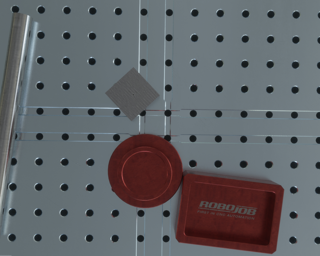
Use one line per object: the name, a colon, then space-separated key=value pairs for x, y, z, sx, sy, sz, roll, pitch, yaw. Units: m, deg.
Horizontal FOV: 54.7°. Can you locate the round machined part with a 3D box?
round machined part: x=-0.019 y=0.057 z=0.405 sx=0.099 sy=0.042 sz=0.097 roll=0 pitch=90 yaw=-1

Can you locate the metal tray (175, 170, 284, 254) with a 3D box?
metal tray: x=0.090 y=0.110 z=0.412 sx=0.131 sy=0.030 sz=0.089 roll=7 pitch=90 yaw=-1

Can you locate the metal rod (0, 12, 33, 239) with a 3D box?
metal rod: x=-0.204 y=-0.001 z=0.410 sx=0.025 sy=0.025 sz=0.298 roll=8 pitch=90 yaw=-1

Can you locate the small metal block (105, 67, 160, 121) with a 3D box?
small metal block: x=-0.036 y=-0.044 z=0.413 sx=0.050 sy=0.025 sz=0.050 roll=-43 pitch=91 yaw=0
